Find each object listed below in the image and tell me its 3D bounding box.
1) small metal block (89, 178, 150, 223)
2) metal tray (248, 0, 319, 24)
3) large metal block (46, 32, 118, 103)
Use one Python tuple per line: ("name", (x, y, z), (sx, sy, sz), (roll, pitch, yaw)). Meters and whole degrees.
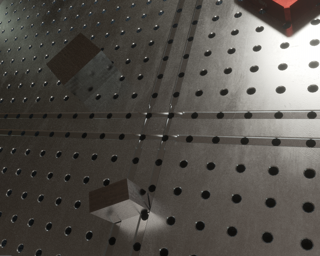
("small metal block", (-0.047, 0.086, 0.362), (0.050, 0.050, 0.025), (-22, 54, 15))
("metal tray", (0.175, -0.213, 0.444), (0.090, 0.030, 0.130), (-37, 51, 3))
("large metal block", (-0.132, -0.103, 0.522), (0.080, 0.050, 0.080), (-44, 51, -3))
